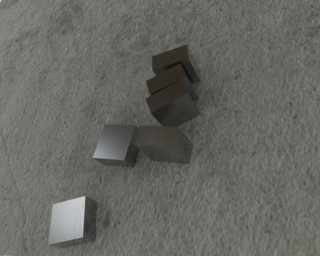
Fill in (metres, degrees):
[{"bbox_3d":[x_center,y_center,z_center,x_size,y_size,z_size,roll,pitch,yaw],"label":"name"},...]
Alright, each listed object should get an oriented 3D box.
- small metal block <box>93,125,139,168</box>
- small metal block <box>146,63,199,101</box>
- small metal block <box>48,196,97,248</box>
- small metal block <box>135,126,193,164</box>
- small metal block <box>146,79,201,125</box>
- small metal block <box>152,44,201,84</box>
[{"bbox_3d":[-0.056,0.024,0.417,0.050,0.025,0.050,1,62,28],"label":"small metal block"},{"bbox_3d":[0.017,-0.050,0.408,0.050,0.050,0.025,-26,53,12],"label":"small metal block"},{"bbox_3d":[-0.108,0.118,0.387,0.050,0.025,0.050,-17,55,17],"label":"small metal block"},{"bbox_3d":[0.006,0.020,0.371,0.050,0.050,0.025,1,63,28],"label":"small metal block"},{"bbox_3d":[0.018,-0.027,0.394,0.050,0.050,0.025,-28,53,10],"label":"small metal block"},{"bbox_3d":[0.023,-0.081,0.424,0.050,0.050,0.025,-15,56,19],"label":"small metal block"}]
